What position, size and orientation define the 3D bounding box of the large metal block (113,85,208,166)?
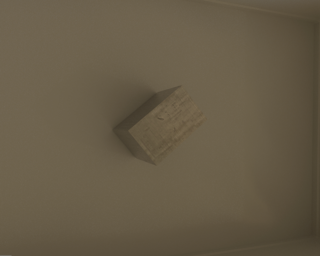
[{"bbox_3d":[-0.003,-0.004,0.378,0.080,0.080,0.050,-41,104,-15],"label":"large metal block"}]
